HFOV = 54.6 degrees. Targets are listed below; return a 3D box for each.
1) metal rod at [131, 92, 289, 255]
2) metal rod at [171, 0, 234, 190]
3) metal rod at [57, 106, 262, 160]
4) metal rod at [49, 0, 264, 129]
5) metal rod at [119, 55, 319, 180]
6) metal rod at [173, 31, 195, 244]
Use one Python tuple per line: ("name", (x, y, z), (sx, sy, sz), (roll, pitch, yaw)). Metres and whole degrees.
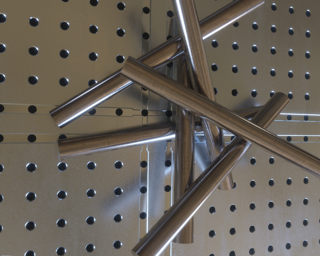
("metal rod", (0.079, 0.045, 0.385), (0.301, 0.025, 0.025), (-41, 104, -28))
("metal rod", (0.054, -0.050, 0.388), (0.025, 0.025, 0.299), (-25, 113, -18))
("metal rod", (0.020, 0.002, 0.419), (0.302, 0.025, 0.025), (-10, 94, -20))
("metal rod", (0.002, -0.090, 0.386), (0.301, 0.025, 0.025), (-33, 101, -7))
("metal rod", (0.092, -0.005, 0.379), (0.301, 0.025, 0.025), (27, 81, -10))
("metal rod", (0.032, -0.011, 0.398), (0.025, 0.025, 0.299), (6, 78, -20))
